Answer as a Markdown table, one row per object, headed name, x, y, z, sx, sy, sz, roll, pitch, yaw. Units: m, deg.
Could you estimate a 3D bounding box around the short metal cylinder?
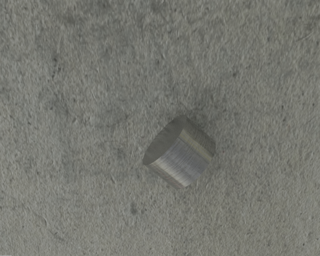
| name | x | y | z | sx | sy | sz | roll | pitch | yaw |
| --- | --- | --- | --- | --- | --- | --- | --- | --- | --- |
| short metal cylinder | 0.024 | 0.030 | 0.392 | 0.050 | 0.080 | 0.080 | 41 | 105 | -14 |
